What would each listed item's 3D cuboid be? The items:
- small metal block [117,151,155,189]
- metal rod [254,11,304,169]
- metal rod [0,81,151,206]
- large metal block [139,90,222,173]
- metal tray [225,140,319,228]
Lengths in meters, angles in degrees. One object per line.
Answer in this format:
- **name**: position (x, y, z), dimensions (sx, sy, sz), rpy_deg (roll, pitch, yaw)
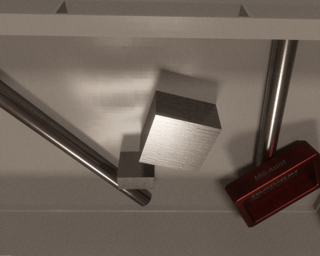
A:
- **small metal block**: position (-0.033, 0.060, 0.443), dimensions (0.050, 0.050, 0.025), rpy_deg (-1, 130, 0)
- **metal rod**: position (0.146, -0.001, 0.410), dimensions (0.025, 0.025, 0.298), rpy_deg (-5, 130, 3)
- **metal rod**: position (-0.118, 0.029, 0.431), dimensions (0.025, 0.025, 0.300), rpy_deg (-32, 124, 24)
- **large metal block**: position (0.023, 0.006, 0.399), dimensions (0.081, 0.050, 0.079), rpy_deg (12, 129, -11)
- **metal tray**: position (0.168, 0.084, 0.449), dimensions (0.130, 0.030, 0.090), rpy_deg (-32, 132, 3)
